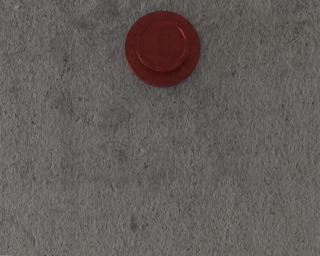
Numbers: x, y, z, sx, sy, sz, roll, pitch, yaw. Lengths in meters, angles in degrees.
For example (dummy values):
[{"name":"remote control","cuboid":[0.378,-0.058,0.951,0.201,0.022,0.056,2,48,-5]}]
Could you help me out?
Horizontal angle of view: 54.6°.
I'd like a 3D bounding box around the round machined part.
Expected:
[{"name":"round machined part","cuboid":[0.004,-0.104,0.401,0.099,0.042,0.097,0,90,0]}]
